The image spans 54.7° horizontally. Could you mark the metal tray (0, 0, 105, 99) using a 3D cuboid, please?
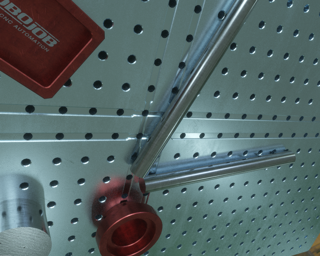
[{"bbox_3d":[-0.127,-0.097,0.278,0.090,0.030,0.130,-47,130,5],"label":"metal tray"}]

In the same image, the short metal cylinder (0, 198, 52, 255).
[{"bbox_3d":[-0.179,0.134,0.381,0.081,0.050,0.079,-14,125,-21],"label":"short metal cylinder"}]

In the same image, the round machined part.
[{"bbox_3d":[-0.049,0.151,0.468,0.099,0.042,0.097,-14,125,-21],"label":"round machined part"}]

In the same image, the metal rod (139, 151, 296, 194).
[{"bbox_3d":[0.110,0.069,0.516,0.303,0.025,0.025,-6,121,-26],"label":"metal rod"}]

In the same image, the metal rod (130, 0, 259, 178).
[{"bbox_3d":[0.046,-0.061,0.400,0.025,0.025,0.299,22,106,-37],"label":"metal rod"}]
